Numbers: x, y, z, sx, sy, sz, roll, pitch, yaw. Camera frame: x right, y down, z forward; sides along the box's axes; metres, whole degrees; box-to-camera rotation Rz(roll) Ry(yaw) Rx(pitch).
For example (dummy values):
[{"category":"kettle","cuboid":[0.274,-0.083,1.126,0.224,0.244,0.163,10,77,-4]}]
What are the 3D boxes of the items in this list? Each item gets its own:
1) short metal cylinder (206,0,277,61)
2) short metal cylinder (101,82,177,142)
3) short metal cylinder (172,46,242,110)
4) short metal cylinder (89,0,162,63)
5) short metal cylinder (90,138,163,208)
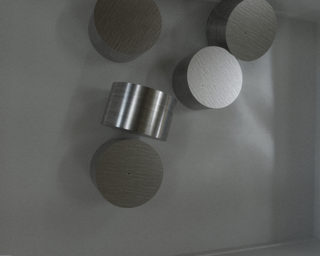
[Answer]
[{"category":"short metal cylinder","cuboid":[0.111,-0.135,0.425,0.081,0.050,0.079,-8,112,-21]},{"category":"short metal cylinder","cuboid":[-0.025,-0.018,0.372,0.081,0.080,0.050,17,85,-19]},{"category":"short metal cylinder","cuboid":[0.063,-0.065,0.420,0.081,0.050,0.080,0,90,-20]},{"category":"short metal cylinder","cuboid":[-0.044,-0.125,0.381,0.081,0.050,0.080,0,90,-20]},{"category":"short metal cylinder","cuboid":[-0.042,0.053,0.382,0.081,0.050,0.080,0,90,-20]}]
